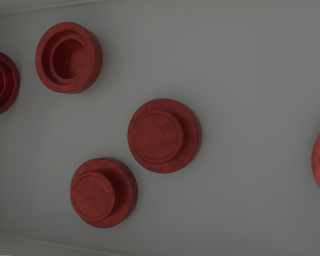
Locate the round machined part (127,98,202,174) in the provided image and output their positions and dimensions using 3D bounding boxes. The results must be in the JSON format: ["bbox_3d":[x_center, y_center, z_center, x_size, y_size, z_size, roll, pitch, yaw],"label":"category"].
[{"bbox_3d":[0.002,0.010,0.400,0.098,0.042,0.097,0,90,19],"label":"round machined part"}]

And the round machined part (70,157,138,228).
[{"bbox_3d":[-0.084,0.091,0.430,0.098,0.042,0.097,0,90,19],"label":"round machined part"}]

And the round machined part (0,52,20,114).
[{"bbox_3d":[-0.264,-0.068,0.463,0.042,0.098,0.097,13,94,20],"label":"round machined part"}]

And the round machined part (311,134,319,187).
[{"bbox_3d":[0.209,0.034,0.310,0.098,0.042,0.098,-28,57,57],"label":"round machined part"}]

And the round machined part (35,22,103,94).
[{"bbox_3d":[-0.125,-0.097,0.444,0.098,0.042,0.097,0,90,19],"label":"round machined part"}]
